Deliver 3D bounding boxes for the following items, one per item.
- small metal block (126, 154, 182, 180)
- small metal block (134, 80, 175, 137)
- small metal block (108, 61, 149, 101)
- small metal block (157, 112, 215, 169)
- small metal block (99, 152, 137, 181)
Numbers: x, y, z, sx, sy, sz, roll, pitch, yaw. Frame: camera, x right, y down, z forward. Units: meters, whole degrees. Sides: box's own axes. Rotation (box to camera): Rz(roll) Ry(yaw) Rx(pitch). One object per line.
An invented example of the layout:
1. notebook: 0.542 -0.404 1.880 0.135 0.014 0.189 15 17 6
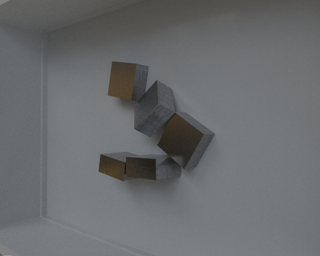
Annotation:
1. small metal block: -0.008 0.049 0.397 0.050 0.050 0.025 -1 90 40
2. small metal block: -0.008 -0.025 0.399 0.050 0.025 0.050 -45 31 31
3. small metal block: -0.046 -0.067 0.445 0.050 0.025 0.050 15 99 39
4. small metal block: 0.031 0.014 0.381 0.050 0.025 0.050 40 114 32
5. small metal block: -0.048 0.052 0.431 0.050 0.050 0.025 12 98 39
